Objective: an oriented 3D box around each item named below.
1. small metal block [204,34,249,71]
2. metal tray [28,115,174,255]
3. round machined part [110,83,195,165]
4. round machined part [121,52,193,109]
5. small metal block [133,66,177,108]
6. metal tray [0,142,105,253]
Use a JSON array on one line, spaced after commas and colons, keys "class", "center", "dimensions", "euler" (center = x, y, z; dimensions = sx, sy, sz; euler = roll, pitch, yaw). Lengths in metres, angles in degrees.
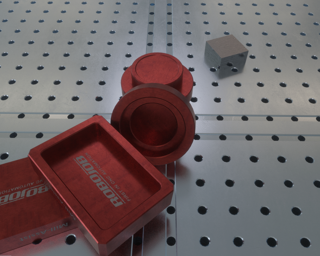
[{"class": "small metal block", "center": [0.109, -0.126, 0.514], "dimensions": [0.050, 0.025, 0.050], "euler": [-18, 52, -15]}, {"class": "metal tray", "center": [-0.061, 0.051, 0.321], "dimensions": [0.091, 0.030, 0.130], "euler": [-32, 59, -30]}, {"class": "round machined part", "center": [-0.006, -0.007, 0.374], "dimensions": [0.099, 0.097, 0.042], "euler": [7, 24, 5]}, {"class": "round machined part", "center": [-0.004, -0.065, 0.419], "dimensions": [0.099, 0.042, 0.098], "euler": [0, 50, 0]}, {"class": "small metal block", "center": [-0.008, -0.062, 0.460], "dimensions": [0.050, 0.025, 0.050], "euler": [-16, 52, -13]}, {"class": "metal tray", "center": [-0.133, 0.073, 0.342], "dimensions": [0.131, 0.030, 0.090], "euler": [-16, 52, -13]}]
